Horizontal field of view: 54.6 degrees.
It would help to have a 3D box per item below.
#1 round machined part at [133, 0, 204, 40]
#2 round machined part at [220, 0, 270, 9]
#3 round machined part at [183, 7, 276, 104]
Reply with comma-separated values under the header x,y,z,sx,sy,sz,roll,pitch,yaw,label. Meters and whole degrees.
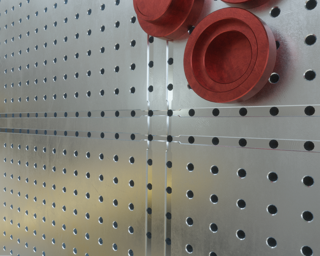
x,y,z,sx,sy,sz,roll,pitch,yaw,label
0.004,-0.166,0.396,0.098,0.042,0.097,0,90,40,round machined part
0.089,-0.181,0.325,0.098,0.042,0.097,0,90,40,round machined part
0.077,-0.075,0.335,0.098,0.042,0.097,0,90,40,round machined part
